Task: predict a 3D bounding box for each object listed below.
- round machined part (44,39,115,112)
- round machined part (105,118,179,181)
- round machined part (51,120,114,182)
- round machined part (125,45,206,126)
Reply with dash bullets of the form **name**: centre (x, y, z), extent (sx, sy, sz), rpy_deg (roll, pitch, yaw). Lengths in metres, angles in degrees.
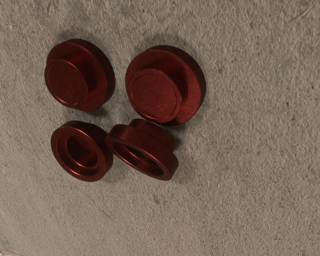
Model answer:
- **round machined part**: centre (-0.113, -0.065, 0.413), extent (0.098, 0.042, 0.097), rpy_deg (13, 124, 20)
- **round machined part**: centre (-0.019, 0.024, 0.402), extent (0.098, 0.042, 0.098), rpy_deg (26, 157, 12)
- **round machined part**: centre (-0.113, 0.031, 0.472), extent (0.098, 0.042, 0.097), rpy_deg (13, 124, 20)
- **round machined part**: centre (0.001, -0.044, 0.367), extent (0.098, 0.042, 0.097), rpy_deg (13, 124, 20)
